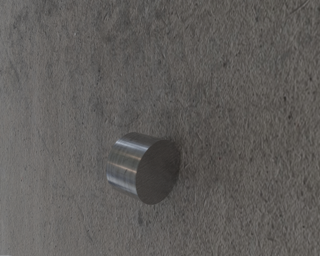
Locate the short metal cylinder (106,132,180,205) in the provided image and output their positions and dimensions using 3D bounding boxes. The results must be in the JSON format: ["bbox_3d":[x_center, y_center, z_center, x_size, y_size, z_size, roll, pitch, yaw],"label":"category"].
[{"bbox_3d":[-0.019,0.049,0.386,0.050,0.081,0.080,13,98,39],"label":"short metal cylinder"}]
